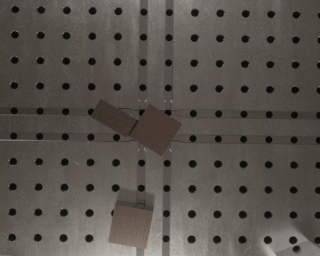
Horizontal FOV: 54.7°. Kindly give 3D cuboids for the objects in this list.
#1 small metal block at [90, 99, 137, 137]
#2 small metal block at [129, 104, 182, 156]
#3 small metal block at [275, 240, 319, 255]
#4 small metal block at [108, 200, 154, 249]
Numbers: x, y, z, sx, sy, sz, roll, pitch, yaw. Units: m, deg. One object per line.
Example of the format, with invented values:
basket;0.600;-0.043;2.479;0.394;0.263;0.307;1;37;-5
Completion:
small metal block;-0.057;-0.012;0.400;0.050;0.050;0.025;30;90;-1
small metal block;-0.006;0.003;0.413;0.050;0.025;0.050;32;90;-1
small metal block;0.187;0.176;0.404;0.050;0.050;0.025;-22;90;0
small metal block;-0.038;0.128;0.413;0.050;0.025;0.050;11;90;-1
